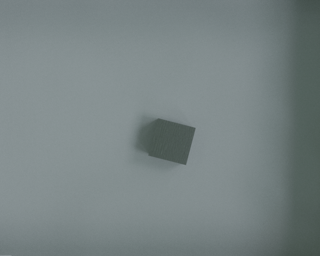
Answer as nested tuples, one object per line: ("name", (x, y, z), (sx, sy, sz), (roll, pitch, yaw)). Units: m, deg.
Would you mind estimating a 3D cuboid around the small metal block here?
("small metal block", (0.016, 0.018, 0.412), (0.050, 0.025, 0.050), (15, 90, -1))
